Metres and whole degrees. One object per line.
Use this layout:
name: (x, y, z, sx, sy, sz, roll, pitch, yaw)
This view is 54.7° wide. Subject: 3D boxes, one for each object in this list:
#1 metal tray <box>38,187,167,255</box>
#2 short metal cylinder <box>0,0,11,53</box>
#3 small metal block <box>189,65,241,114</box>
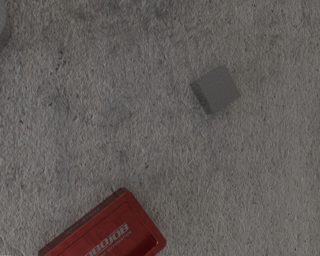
metal tray: (-0.068, 0.148, 0.381, 0.131, 0.030, 0.090, -37, 102, -16)
short metal cylinder: (-0.201, -0.114, 0.321, 0.081, 0.050, 0.079, 0, 90, -20)
small metal block: (0.078, -0.054, 0.438, 0.050, 0.025, 0.050, -33, 101, -17)
